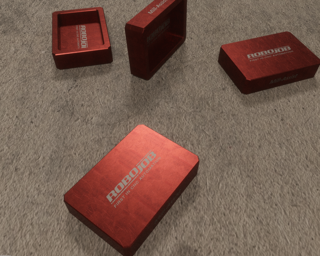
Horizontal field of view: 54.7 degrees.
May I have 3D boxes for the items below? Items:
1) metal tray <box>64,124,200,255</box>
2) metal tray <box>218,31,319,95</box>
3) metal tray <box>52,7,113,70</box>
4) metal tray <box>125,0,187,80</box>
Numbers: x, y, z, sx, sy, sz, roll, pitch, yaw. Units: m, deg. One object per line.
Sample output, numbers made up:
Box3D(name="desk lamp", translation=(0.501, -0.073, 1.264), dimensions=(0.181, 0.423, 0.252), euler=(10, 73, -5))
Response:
Box3D(name="metal tray", translation=(-0.028, 0.062, 0.347), dimensions=(0.090, 0.030, 0.131), euler=(30, 56, 22))
Box3D(name="metal tray", translation=(0.171, -0.106, 0.492), dimensions=(0.131, 0.030, 0.090), euler=(-15, 52, -13))
Box3D(name="metal tray", translation=(-0.135, -0.157, 0.530), dimensions=(0.091, 0.030, 0.130), euler=(-9, 51, -8))
Box3D(name="metal tray", translation=(-0.001, -0.148, 0.484), dimensions=(0.030, 0.089, 0.130), euler=(23, 53, 21))
